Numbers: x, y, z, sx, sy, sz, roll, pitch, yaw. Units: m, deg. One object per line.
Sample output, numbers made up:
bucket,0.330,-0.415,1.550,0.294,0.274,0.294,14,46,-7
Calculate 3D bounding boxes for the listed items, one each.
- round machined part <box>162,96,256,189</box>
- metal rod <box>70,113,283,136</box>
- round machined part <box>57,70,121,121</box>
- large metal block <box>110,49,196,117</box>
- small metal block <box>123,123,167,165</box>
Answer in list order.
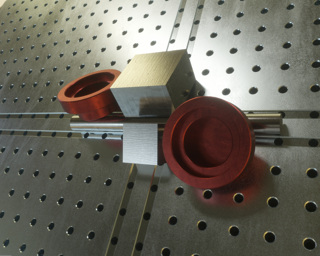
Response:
round machined part,0.056,0.016,0.342,0.098,0.042,0.097,-2,86,28
metal rod,0.001,-0.006,0.412,0.300,0.025,0.025,1,62,28
round machined part,-0.096,-0.046,0.460,0.098,0.042,0.098,-13,32,8
large metal block,-0.006,-0.060,0.418,0.080,0.050,0.080,1,44,28
small metal block,-0.019,0.019,0.394,0.050,0.025,0.050,1,91,28
